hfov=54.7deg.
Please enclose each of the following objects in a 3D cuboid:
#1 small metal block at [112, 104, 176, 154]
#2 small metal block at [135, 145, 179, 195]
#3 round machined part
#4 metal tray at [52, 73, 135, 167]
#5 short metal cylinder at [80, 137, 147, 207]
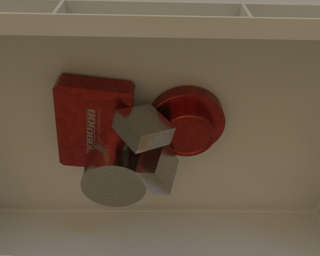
[{"bbox_3d":[-0.019,-0.001,0.356,0.050,0.050,0.025,-13,135,-39],"label":"small metal block"},{"bbox_3d":[-0.002,0.047,0.379,0.025,0.050,0.050,-2,140,26],"label":"small metal block"},{"bbox_3d":[0.034,-0.002,0.395,0.099,0.042,0.097,-1,130,0],"label":"round machined part"},{"bbox_3d":[-0.083,-0.003,0.397,0.091,0.030,0.129,6,130,-6],"label":"metal tray"},{"bbox_3d":[-0.057,0.057,0.399,0.081,0.050,0.079,0,130,0],"label":"short metal cylinder"}]
